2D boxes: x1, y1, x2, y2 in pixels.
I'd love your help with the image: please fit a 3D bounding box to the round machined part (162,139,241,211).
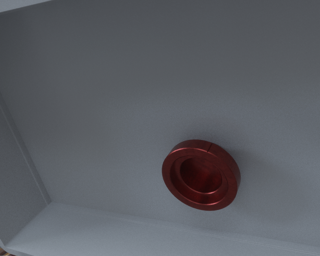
[{"bbox_3d":[0.056,0.056,0.402,0.098,0.042,0.097,13,124,20],"label":"round machined part"}]
